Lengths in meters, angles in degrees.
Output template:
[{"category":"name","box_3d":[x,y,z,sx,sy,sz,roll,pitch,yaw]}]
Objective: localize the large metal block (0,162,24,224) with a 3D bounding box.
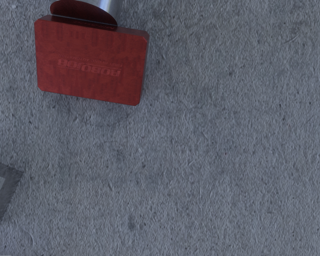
[{"category":"large metal block","box_3d":[-0.238,0.081,0.394,0.080,0.050,0.080,24,90,-1]}]

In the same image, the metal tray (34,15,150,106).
[{"category":"metal tray","box_3d":[-0.084,-0.083,0.386,0.131,0.030,0.089,9,120,-1]}]

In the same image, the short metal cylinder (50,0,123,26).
[{"category":"short metal cylinder","box_3d":[-0.087,-0.156,0.378,0.080,0.080,0.050,9,81,-1]}]
